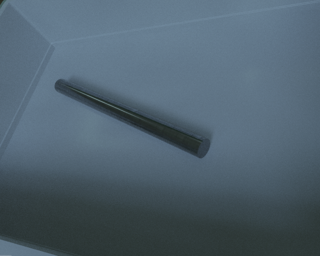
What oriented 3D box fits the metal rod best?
[{"bbox_3d":[-0.060,-0.025,0.450,0.300,0.025,0.025,24,74,36],"label":"metal rod"}]
